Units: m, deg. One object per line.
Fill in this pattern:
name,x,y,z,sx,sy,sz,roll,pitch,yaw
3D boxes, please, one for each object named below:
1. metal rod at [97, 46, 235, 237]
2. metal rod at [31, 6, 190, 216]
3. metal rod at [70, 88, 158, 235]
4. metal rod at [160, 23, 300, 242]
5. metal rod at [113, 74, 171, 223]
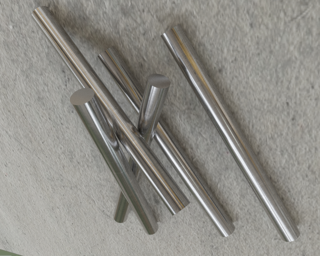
metal rod,0.015,0.027,0.414,0.025,0.025,0.299,-25,105,36
metal rod,-0.064,-0.028,0.371,0.299,0.025,0.025,53,129,9
metal rod,-0.045,0.068,0.410,0.025,0.025,0.299,9,142,23
metal rod,0.090,0.016,0.368,0.025,0.025,0.299,-23,106,36
metal rod,-0.035,0.051,0.432,0.025,0.025,0.298,28,135,10
